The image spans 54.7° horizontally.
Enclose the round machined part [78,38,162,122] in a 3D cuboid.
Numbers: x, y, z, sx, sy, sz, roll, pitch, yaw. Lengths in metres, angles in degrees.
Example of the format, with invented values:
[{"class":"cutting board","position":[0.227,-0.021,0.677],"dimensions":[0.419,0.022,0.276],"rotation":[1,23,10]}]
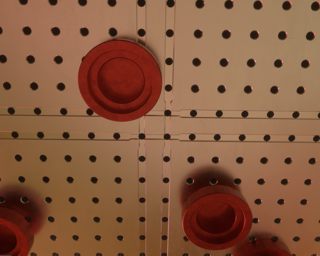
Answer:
[{"class":"round machined part","position":[-0.047,-0.060,0.382],"dimensions":[0.099,0.042,0.097],"rotation":[0,110,-1]}]

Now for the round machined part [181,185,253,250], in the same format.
[{"class":"round machined part","position":[0.080,0.125,0.452],"dimensions":[0.099,0.042,0.097],"rotation":[0,110,-1]}]

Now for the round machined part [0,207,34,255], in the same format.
[{"class":"round machined part","position":[-0.236,0.158,0.459],"dimensions":[0.099,0.042,0.097],"rotation":[0,110,-1]}]

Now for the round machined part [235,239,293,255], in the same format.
[{"class":"round machined part","position":[0.169,0.230,0.492],"dimensions":[0.099,0.042,0.097],"rotation":[0,110,-1]}]
